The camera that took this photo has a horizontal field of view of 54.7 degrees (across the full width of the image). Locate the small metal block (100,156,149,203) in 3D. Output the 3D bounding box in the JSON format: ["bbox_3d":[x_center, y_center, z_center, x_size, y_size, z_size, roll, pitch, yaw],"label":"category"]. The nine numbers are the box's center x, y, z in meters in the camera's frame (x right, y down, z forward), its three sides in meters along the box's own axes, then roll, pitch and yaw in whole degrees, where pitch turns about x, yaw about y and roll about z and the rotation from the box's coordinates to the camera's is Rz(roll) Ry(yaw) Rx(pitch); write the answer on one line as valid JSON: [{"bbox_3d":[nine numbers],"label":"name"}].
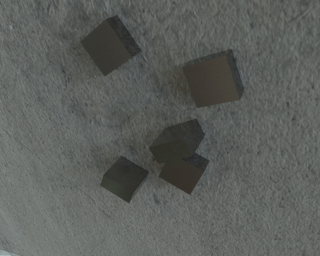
[{"bbox_3d":[-0.052,0.076,0.463,0.050,0.050,0.025,30,128,9],"label":"small metal block"}]

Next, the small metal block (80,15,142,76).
[{"bbox_3d":[-0.060,-0.099,0.375,0.050,0.025,0.050,-26,105,36],"label":"small metal block"}]

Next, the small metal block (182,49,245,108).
[{"bbox_3d":[0.059,-0.054,0.342,0.050,0.025,0.050,-10,114,32],"label":"small metal block"}]

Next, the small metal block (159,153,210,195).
[{"bbox_3d":[0.032,0.056,0.423,0.050,0.025,0.050,29,128,9],"label":"small metal block"}]

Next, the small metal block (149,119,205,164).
[{"bbox_3d":[0.022,0.017,0.388,0.050,0.050,0.025,-17,109,34],"label":"small metal block"}]
